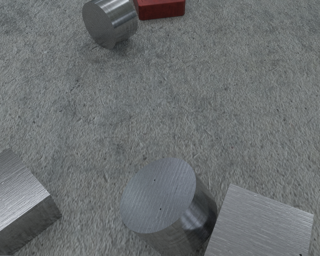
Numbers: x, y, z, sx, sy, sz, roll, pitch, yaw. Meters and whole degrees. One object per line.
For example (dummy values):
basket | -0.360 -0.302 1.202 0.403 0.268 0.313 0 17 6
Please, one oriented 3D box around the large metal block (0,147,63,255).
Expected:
large metal block | -0.163 0.080 0.318 0.080 0.050 0.080 38 59 27

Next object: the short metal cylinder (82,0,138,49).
short metal cylinder | -0.084 -0.180 0.519 0.080 0.080 0.050 34 58 25

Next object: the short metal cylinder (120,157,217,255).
short metal cylinder | 0.009 0.076 0.302 0.080 0.050 0.080 -22 39 19

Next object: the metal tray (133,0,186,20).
metal tray | -0.009 -0.269 0.626 0.091 0.030 0.130 -10 51 -8

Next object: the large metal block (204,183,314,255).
large metal block | 0.090 0.112 0.294 0.080 0.050 0.080 20 53 15
